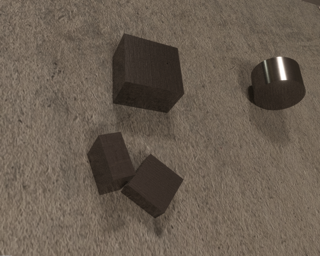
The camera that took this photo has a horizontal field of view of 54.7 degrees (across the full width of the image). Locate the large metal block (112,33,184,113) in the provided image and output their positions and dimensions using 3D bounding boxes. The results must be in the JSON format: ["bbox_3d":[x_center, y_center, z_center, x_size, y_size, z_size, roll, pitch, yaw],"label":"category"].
[{"bbox_3d":[-0.018,-0.073,0.424,0.081,0.050,0.080,9,58,-24],"label":"large metal block"}]

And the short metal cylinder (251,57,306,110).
[{"bbox_3d":[0.198,-0.073,0.523,0.081,0.080,0.050,16,55,-19],"label":"short metal cylinder"}]

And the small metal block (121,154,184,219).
[{"bbox_3d":[-0.008,0.067,0.360,0.050,0.025,0.050,39,51,-3],"label":"small metal block"}]

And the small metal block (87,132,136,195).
[{"bbox_3d":[-0.054,0.039,0.336,0.025,0.050,0.050,-9,67,-33],"label":"small metal block"}]
